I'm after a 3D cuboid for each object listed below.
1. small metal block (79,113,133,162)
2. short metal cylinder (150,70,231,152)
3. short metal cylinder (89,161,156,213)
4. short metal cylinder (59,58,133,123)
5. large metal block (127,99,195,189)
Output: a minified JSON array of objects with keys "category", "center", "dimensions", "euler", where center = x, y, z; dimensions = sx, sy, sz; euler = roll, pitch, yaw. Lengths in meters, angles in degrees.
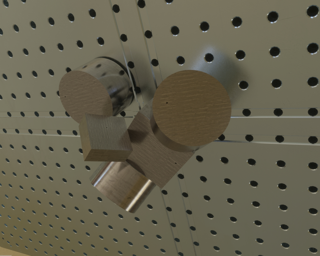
[{"category":"small metal block","center":[-0.065,0.012,0.368],"dimensions":[0.025,0.050,0.050],"euler":[-53,44,41]},{"category":"short metal cylinder","center":[0.030,-0.016,0.336],"dimensions":[0.080,0.080,0.050],"euler":[37,167,3]},{"category":"short metal cylinder","center":[-0.051,0.074,0.436],"dimensions":[0.080,0.080,0.050],"euler":[37,84,5]},{"category":"short metal cylinder","center":[-0.083,-0.046,0.406],"dimensions":[0.080,0.050,0.079],"euler":[13,124,21]},{"category":"large metal block","center":[-0.001,0.018,0.399],"dimensions":[0.080,0.050,0.080],"euler":[38,129,2]}]
